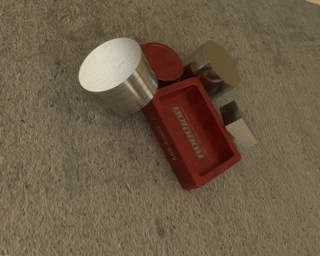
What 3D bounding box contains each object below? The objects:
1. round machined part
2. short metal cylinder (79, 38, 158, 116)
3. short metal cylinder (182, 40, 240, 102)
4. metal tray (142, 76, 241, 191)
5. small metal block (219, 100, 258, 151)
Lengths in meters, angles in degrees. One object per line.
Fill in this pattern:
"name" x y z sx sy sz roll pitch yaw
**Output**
"round machined part" -0.006 -0.083 0.443 0.099 0.042 0.098 14 56 -21
"short metal cylinder" -0.049 -0.061 0.373 0.050 0.080 0.080 54 32 -51
"short metal cylinder" 0.076 -0.084 0.468 0.080 0.050 0.080 27 47 -33
"metal tray" 0.041 0.004 0.407 0.091 0.030 0.130 -24 84 -37
"small metal block" 0.112 -0.004 0.445 0.050 0.025 0.050 51 21 -27
